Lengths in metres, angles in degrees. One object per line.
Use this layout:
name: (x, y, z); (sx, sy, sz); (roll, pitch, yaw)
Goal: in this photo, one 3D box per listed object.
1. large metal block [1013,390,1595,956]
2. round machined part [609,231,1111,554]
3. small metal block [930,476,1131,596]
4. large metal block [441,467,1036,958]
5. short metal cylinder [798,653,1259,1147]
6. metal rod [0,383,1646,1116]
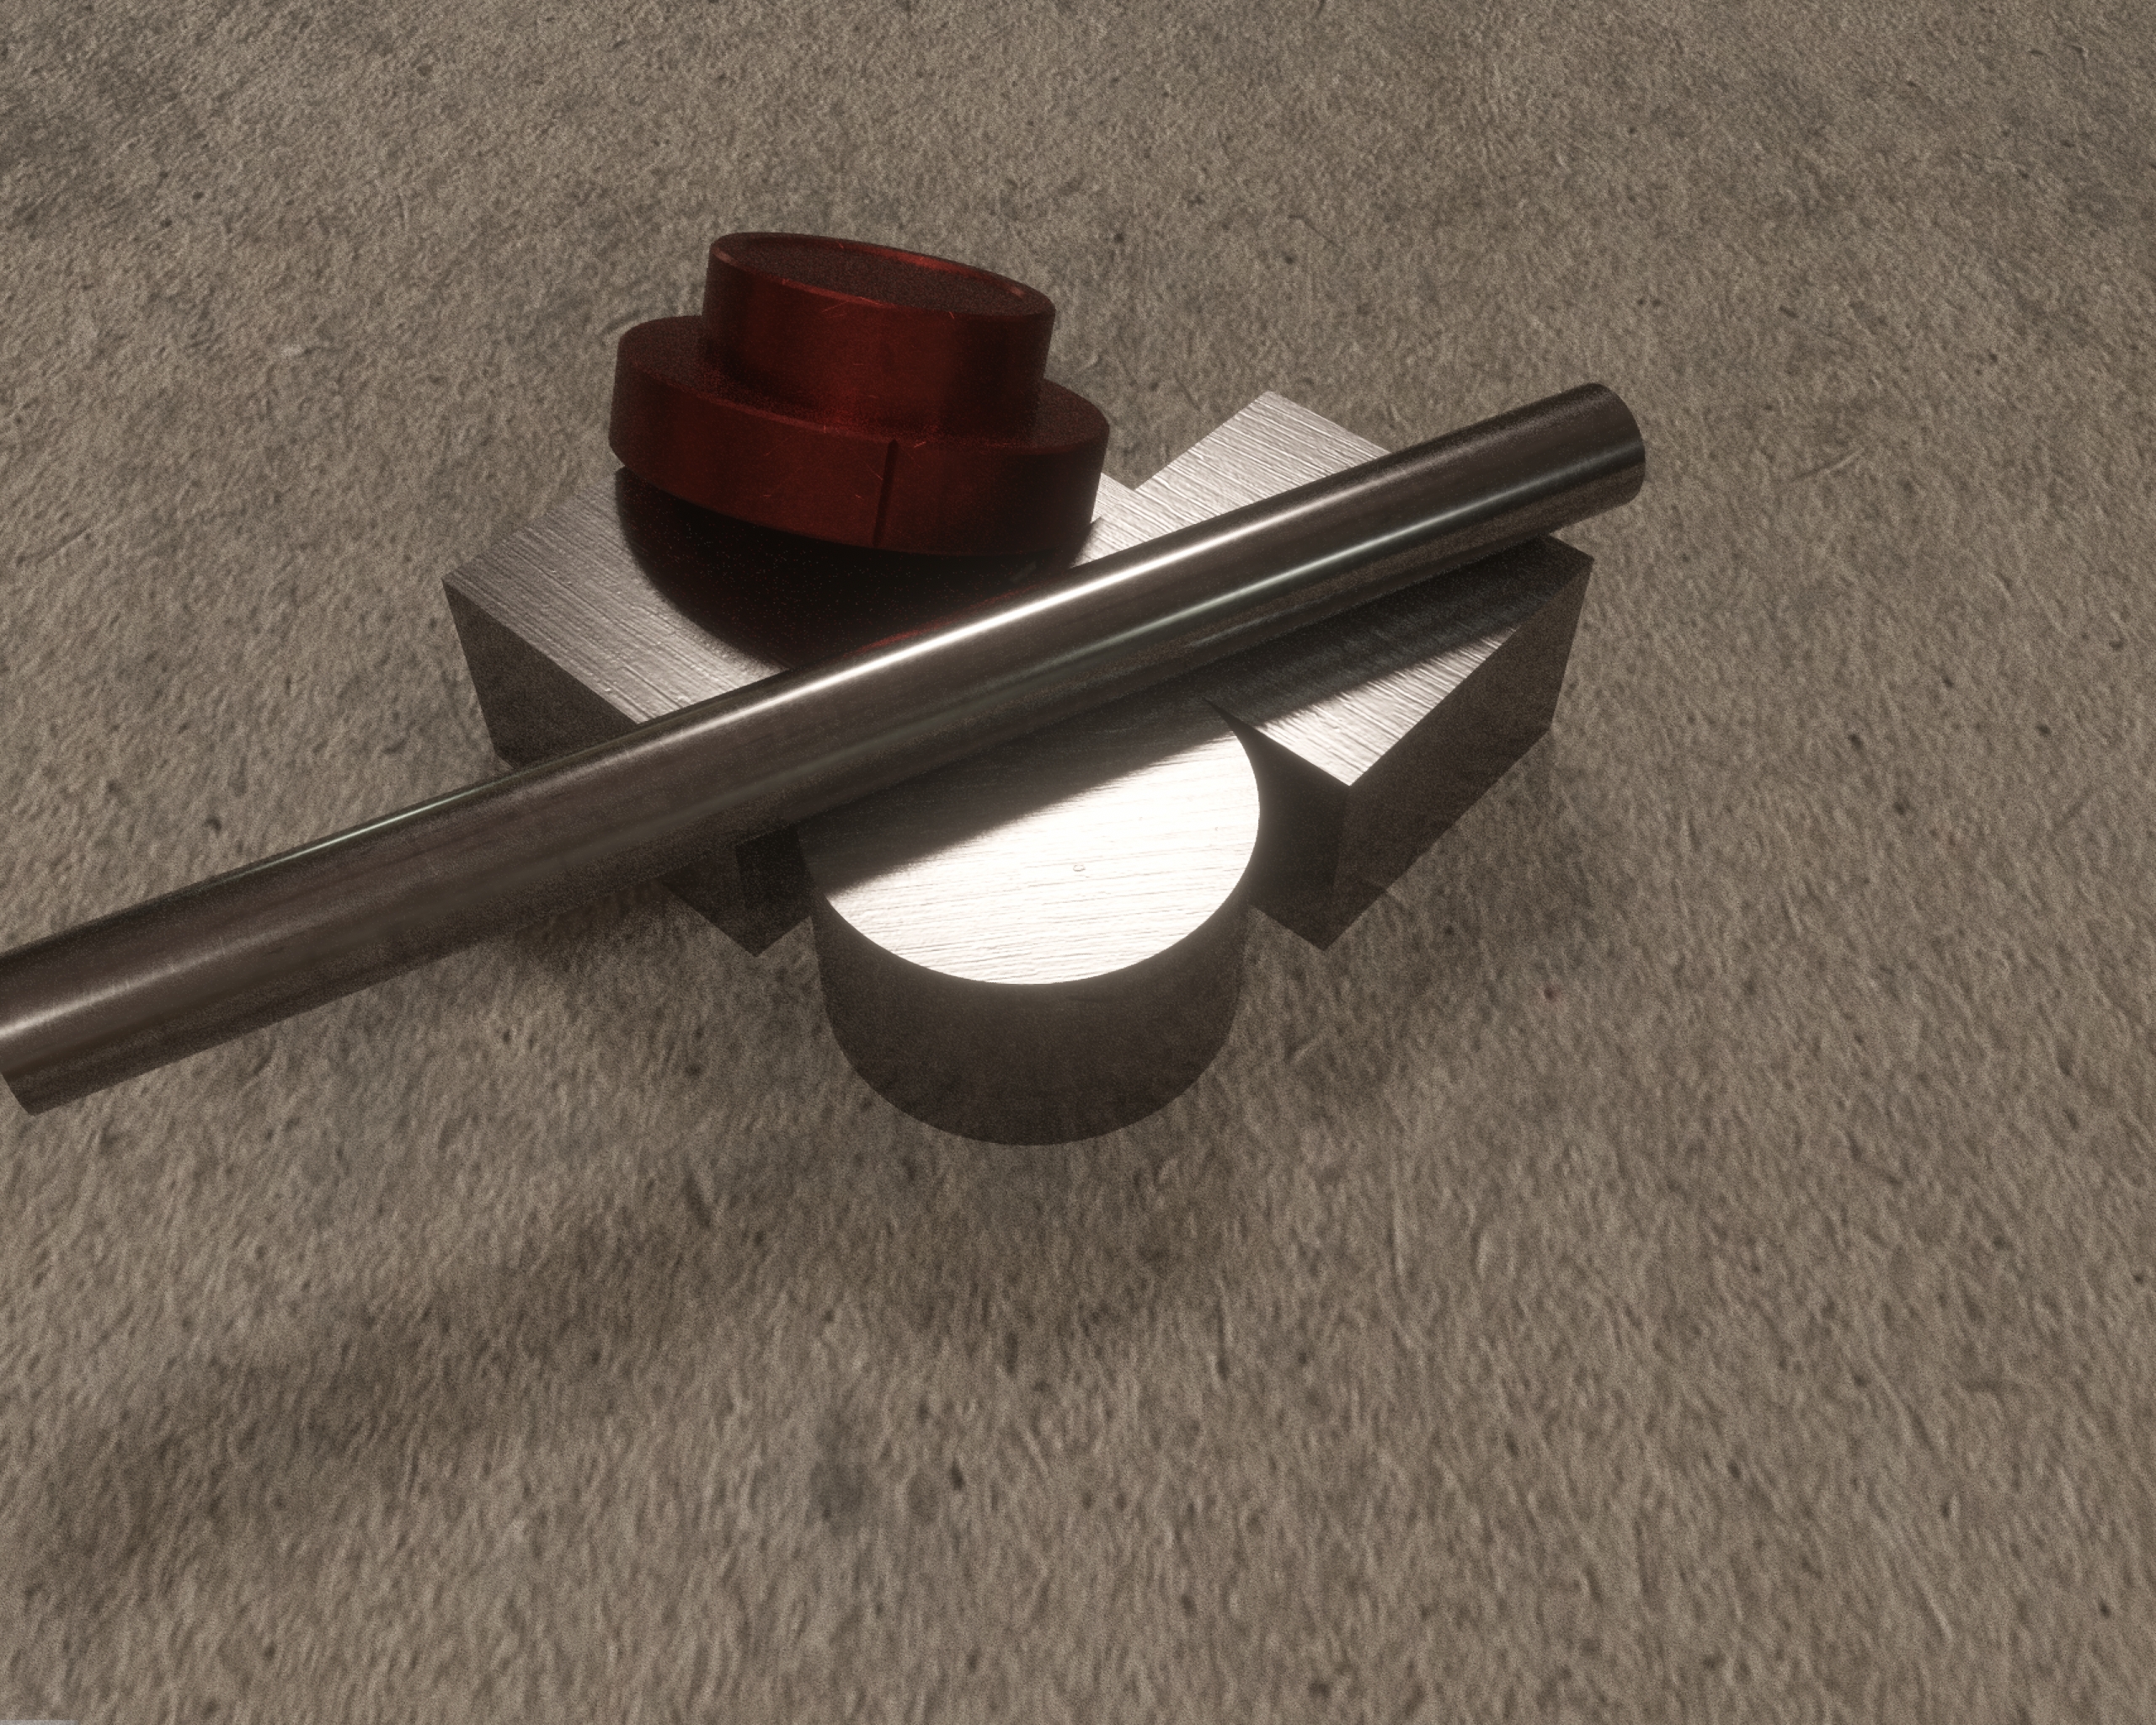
large metal block: (0.044, -0.041, 0.424); (0.080, 0.050, 0.080); (34, 58, 25)
round machined part: (-0.042, -0.097, 0.417); (0.099, 0.042, 0.098); (10, 24, -4)
small metal block: (-0.011, -0.063, 0.457); (0.050, 0.025, 0.050); (35, 58, 25)
large metal block: (-0.065, -0.041, 0.420); (0.080, 0.050, 0.080); (35, 58, 25)
short metal cylinder: (-0.009, 0.005, 0.383); (0.081, 0.050, 0.080); (0, 50, 0)
metal rod: (-0.030, -0.028, 0.362); (0.302, 0.025, 0.025); (-22, 54, -18)
